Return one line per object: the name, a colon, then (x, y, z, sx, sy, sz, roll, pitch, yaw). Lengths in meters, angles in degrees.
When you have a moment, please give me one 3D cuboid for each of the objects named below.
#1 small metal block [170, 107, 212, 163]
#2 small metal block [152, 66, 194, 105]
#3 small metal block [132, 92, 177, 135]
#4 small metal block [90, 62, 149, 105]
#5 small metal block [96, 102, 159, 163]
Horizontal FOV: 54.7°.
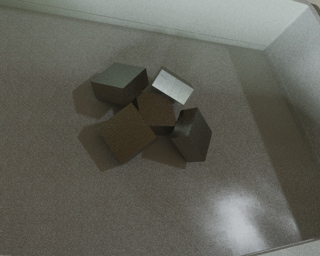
small metal block: (0.043, 0.010, 0.406, 0.050, 0.025, 0.050, 55, 42, -35)
small metal block: (0.017, -0.061, 0.434, 0.050, 0.025, 0.050, 31, 15, -9)
small metal block: (-0.010, -0.019, 0.408, 0.050, 0.025, 0.050, 2, 61, -28)
small metal block: (-0.050, -0.057, 0.395, 0.050, 0.025, 0.050, 15, 45, 27)
small metal block: (-0.037, 0.007, 0.364, 0.050, 0.025, 0.050, -36, 81, -1)
